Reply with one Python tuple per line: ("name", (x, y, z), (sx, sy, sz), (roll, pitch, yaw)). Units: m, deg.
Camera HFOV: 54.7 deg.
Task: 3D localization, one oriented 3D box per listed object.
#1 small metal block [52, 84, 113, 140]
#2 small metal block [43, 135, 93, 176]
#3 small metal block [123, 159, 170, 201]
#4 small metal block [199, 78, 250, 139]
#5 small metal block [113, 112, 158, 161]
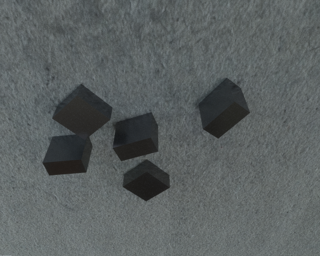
("small metal block", (-0.097, -0.019, 0.390), (0.050, 0.025, 0.050), (-36, 122, 26))
("small metal block", (-0.123, 0.035, 0.419), (0.050, 0.050, 0.025), (-5, 130, 4))
("small metal block", (-0.021, 0.081, 0.476), (0.050, 0.025, 0.050), (-35, 122, 26))
("small metal block", (0.075, -0.024, 0.372), (0.025, 0.050, 0.050), (31, 123, -24))
("small metal block", (-0.030, 0.011, 0.400), (0.050, 0.050, 0.025), (-16, 129, 12))
